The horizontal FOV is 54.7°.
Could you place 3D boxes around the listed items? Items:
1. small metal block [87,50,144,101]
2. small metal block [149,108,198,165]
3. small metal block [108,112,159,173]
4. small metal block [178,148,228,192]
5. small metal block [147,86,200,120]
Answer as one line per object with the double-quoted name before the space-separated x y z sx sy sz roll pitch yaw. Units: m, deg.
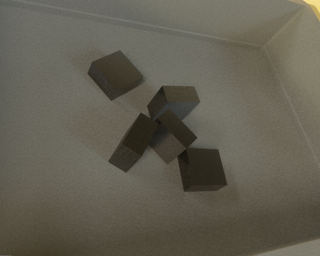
"small metal block" -0.060 -0.072 0.418 0.050 0.025 0.050 49 51 6
"small metal block" 0.011 0.012 0.390 0.050 0.050 0.025 47 51 4
"small metal block" -0.031 0.018 0.363 0.025 0.050 0.050 33 51 -7
"small metal block" 0.054 0.055 0.403 0.050 0.025 0.050 5 60 -26
"small metal block" 0.018 -0.033 0.421 0.050 0.050 0.025 -3 64 -30
